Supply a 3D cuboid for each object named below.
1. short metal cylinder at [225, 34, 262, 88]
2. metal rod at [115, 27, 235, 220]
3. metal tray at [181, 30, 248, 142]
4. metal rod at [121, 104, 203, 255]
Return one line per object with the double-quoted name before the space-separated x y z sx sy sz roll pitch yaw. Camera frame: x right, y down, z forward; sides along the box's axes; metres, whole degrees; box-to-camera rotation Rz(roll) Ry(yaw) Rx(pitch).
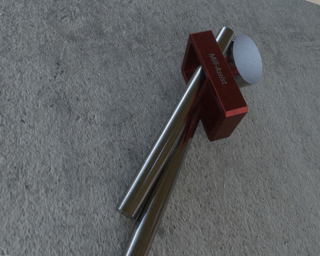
"short metal cylinder" 0.120 -0.103 0.497 0.081 0.050 0.080 10 75 -41
"metal rod" 0.031 -0.024 0.396 0.025 0.025 0.300 34 63 -6
"metal tray" 0.070 -0.057 0.431 0.030 0.090 0.130 -14 68 -11
"metal rod" -0.001 0.078 0.354 0.025 0.025 0.301 32 52 -8
